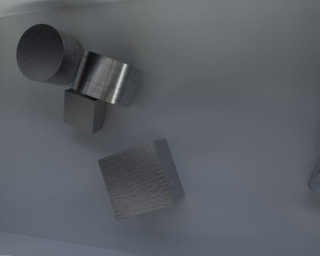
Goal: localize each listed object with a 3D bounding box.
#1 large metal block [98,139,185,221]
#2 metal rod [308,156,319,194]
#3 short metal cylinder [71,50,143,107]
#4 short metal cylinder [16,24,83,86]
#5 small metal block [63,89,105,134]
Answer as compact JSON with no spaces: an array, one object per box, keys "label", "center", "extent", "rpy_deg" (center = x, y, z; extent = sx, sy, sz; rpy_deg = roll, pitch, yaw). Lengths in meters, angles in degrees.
[{"label":"large metal block","center":[-0.023,0.066,0.404],"extent":[0.080,0.050,0.080],"rpy_deg":[-21,83,18]},{"label":"metal rod","center":[0.196,-0.061,0.276],"extent":[0.025,0.025,0.298],"rpy_deg":[18,121,19]},{"label":"short metal cylinder","center":[-0.068,-0.064,0.404],"extent":[0.080,0.080,0.050],"rpy_deg":[22,97,18]},{"label":"short metal cylinder","center":[-0.158,-0.104,0.451],"extent":[0.080,0.050,0.079],"rpy_deg":[0,90,19]},{"label":"small metal block","center":[-0.107,-0.026,0.439],"extent":[0.050,0.025,0.050],"rpy_deg":[20,117,18]}]
